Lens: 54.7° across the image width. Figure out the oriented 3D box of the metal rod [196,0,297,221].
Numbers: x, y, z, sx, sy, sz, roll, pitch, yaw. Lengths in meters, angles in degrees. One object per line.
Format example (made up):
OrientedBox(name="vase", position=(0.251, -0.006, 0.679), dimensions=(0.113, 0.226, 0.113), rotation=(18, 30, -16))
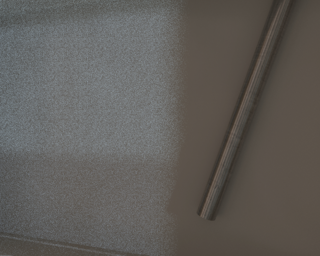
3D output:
OrientedBox(name="metal rod", position=(0.105, -0.030, 0.373), dimensions=(0.025, 0.025, 0.298), rotation=(21, 97, 18))
